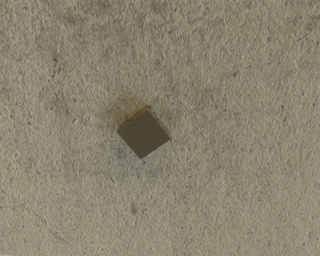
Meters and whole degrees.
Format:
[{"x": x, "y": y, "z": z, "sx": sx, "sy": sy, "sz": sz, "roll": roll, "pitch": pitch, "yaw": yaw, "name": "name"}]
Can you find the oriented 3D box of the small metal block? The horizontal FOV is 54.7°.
[{"x": -0.021, "y": 0.005, "z": 0.413, "sx": 0.050, "sy": 0.025, "sz": 0.050, "roll": -35, "pitch": 107, "yaw": 11, "name": "small metal block"}]
